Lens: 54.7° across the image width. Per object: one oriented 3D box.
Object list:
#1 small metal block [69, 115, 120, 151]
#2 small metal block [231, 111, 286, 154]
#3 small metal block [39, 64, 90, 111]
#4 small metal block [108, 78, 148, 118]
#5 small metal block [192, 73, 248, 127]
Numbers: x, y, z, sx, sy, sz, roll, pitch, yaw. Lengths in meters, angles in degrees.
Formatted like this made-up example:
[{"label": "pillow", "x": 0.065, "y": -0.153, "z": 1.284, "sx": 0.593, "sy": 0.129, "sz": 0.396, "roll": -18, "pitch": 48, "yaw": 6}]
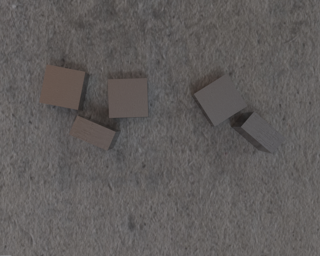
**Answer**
[{"label": "small metal block", "x": -0.081, "y": 0.006, "z": 0.396, "sx": 0.050, "sy": 0.050, "sz": 0.025, "roll": 23, "pitch": 90, "yaw": -1}, {"label": "small metal block", "x": 0.125, "y": 0.005, "z": 0.399, "sx": 0.050, "sy": 0.050, "sz": 0.025, "roll": 40, "pitch": 90, "yaw": -1}, {"label": "small metal block", "x": -0.125, "y": -0.052, "z": 0.408, "sx": 0.050, "sy": 0.025, "sz": 0.050, "roll": 11, "pitch": 90, "yaw": -1}, {"label": "small metal block", "x": -0.041, "y": -0.039, "z": 0.409, "sx": 0.050, "sy": 0.025, "sz": 0.050, "roll": -2, "pitch": 90, "yaw": -1}, {"label": "small metal block", "x": 0.078, "y": -0.036, "z": 0.411, "sx": 0.050, "sy": 0.025, "sz": 0.050, "roll": -32, "pitch": 90, "yaw": -1}]
